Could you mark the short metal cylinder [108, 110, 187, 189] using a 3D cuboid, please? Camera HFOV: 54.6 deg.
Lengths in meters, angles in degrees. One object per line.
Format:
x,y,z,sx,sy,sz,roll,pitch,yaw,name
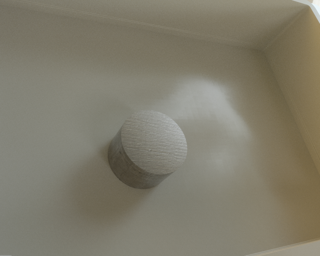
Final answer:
-0.015,0.026,0.365,0.081,0.050,0.080,13,56,-21,short metal cylinder
